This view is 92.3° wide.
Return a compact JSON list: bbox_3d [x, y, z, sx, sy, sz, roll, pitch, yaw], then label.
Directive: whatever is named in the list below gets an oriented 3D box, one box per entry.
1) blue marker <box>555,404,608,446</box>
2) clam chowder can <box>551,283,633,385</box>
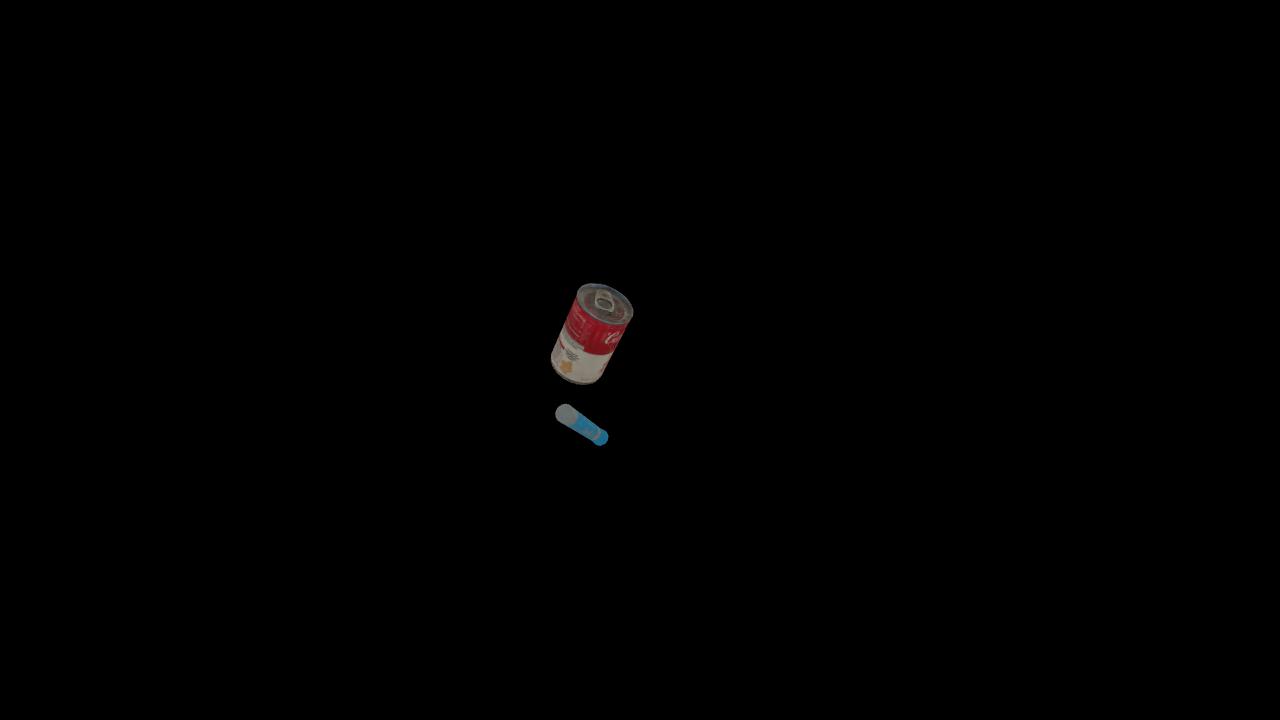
[{"bbox_3d":[-0.058,0.070,0.640,0.020,0.020,0.121,0,-18,15],"label":"blue marker"},{"bbox_3d":[-0.058,-0.028,0.712,0.068,0.068,0.102,0,-44,-34],"label":"clam chowder can"}]
